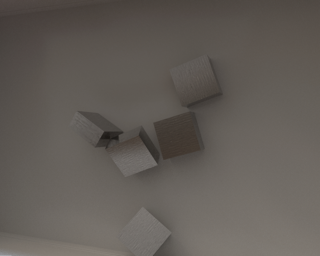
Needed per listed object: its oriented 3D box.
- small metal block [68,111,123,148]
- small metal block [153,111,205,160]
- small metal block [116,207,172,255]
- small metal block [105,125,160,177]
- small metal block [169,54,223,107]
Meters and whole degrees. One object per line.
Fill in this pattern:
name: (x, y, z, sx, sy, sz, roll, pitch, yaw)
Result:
small metal block: (-0.088, 0.002, 0.426, 0.050, 0.050, 0.025, 35, 101, 18)
small metal block: (0.025, 0.010, 0.401, 0.050, 0.025, 0.050, -17, 85, 18)
small metal block: (-0.020, 0.141, 0.405, 0.050, 0.025, 0.050, 39, 71, 15)
small metal block: (-0.035, 0.031, 0.410, 0.050, 0.025, 0.050, -23, 115, 18)
small metal block: (0.046, -0.059, 0.394, 0.050, 0.025, 0.050, -20, 84, 18)
